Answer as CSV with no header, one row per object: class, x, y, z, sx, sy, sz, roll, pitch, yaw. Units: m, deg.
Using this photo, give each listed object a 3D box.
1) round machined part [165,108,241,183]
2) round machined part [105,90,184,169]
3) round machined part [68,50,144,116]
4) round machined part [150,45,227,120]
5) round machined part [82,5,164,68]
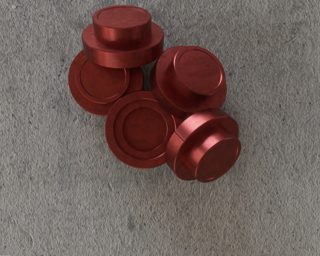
round machined part,0.059,0.028,0.376,0.098,0.098,0.042,-43,50,0
round machined part,-0.019,0.002,0.402,0.099,0.042,0.097,0,90,-1
round machined part,-0.070,-0.064,0.403,0.099,0.042,0.097,0,90,-1
round machined part,0.040,-0.061,0.381,0.099,0.042,0.098,9,65,-19
round machined part,-0.044,-0.115,0.373,0.099,0.098,0.042,1,132,-1
